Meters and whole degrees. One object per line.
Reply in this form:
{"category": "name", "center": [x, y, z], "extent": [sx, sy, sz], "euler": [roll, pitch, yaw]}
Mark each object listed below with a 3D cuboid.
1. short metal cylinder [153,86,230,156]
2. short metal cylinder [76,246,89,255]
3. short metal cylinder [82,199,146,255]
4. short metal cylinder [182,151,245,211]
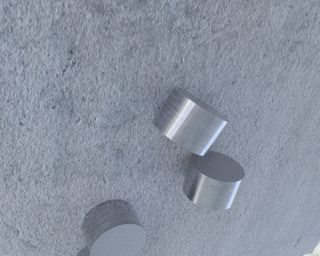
{"category": "short metal cylinder", "center": [0.038, -0.009, 0.386], "extent": [0.080, 0.080, 0.050], "euler": [23, 106, -37]}
{"category": "short metal cylinder", "center": [-0.088, 0.221, 0.479], "extent": [0.081, 0.050, 0.079], "euler": [-14, 124, -21]}
{"category": "short metal cylinder", "center": [-0.067, 0.151, 0.447], "extent": [0.081, 0.050, 0.079], "euler": [-14, 124, -21]}
{"category": "short metal cylinder", "center": [0.079, 0.076, 0.461], "extent": [0.081, 0.080, 0.050], "euler": [-1, 119, -28]}
